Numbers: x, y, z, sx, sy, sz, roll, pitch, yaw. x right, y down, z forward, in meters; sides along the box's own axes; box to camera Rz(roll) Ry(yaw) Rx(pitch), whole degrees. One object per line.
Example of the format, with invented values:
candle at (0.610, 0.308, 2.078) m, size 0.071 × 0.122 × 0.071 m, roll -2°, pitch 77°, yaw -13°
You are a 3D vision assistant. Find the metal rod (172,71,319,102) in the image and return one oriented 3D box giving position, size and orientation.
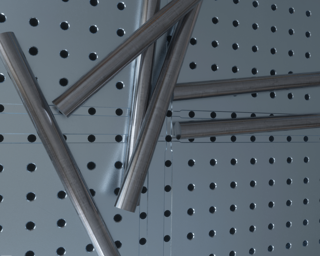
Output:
metal rod at (0.155, -0.066, 0.468) m, size 0.302 × 0.025 × 0.025 m, roll -8°, pitch 93°, yaw -20°

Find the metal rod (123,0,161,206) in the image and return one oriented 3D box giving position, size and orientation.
metal rod at (-0.023, -0.051, 0.403) m, size 0.025 × 0.025 × 0.299 m, roll 7°, pitch 88°, yaw -20°

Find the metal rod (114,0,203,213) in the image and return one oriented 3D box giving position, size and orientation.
metal rod at (0.004, -0.044, 0.394) m, size 0.025 × 0.025 × 0.299 m, roll 23°, pitch 75°, yaw -19°

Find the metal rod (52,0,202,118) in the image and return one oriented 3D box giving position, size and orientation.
metal rod at (-0.007, -0.122, 0.381) m, size 0.301 × 0.025 × 0.025 m, roll -45°, pitch 104°, yaw -15°

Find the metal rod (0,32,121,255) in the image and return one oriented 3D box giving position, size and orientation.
metal rod at (-0.118, 0.033, 0.369) m, size 0.025 × 0.025 × 0.299 m, roll -26°, pitch 99°, yaw -18°

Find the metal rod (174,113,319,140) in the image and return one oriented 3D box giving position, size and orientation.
metal rod at (0.166, -0.006, 0.473) m, size 0.302 × 0.025 × 0.025 m, roll -4°, pitch 92°, yaw -20°
